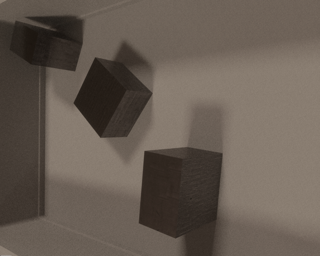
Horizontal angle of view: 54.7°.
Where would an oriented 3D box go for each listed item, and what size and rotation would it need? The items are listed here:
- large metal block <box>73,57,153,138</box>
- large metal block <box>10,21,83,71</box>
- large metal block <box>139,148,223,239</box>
[{"bbox_3d":[-0.069,-0.043,0.446,0.080,0.050,0.080,47,118,29],"label":"large metal block"},{"bbox_3d":[-0.194,-0.139,0.528,0.080,0.081,0.050,32,110,35],"label":"large metal block"},{"bbox_3d":[0.025,0.066,0.349,0.050,0.081,0.079,8,95,39],"label":"large metal block"}]
